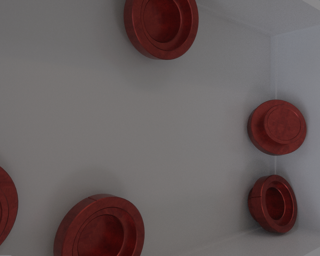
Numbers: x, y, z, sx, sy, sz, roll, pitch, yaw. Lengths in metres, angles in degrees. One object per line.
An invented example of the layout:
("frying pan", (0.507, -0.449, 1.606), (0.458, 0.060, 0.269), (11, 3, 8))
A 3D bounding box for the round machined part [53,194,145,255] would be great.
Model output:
("round machined part", (-0.068, 0.121, 0.338), (0.099, 0.042, 0.097), (0, 90, -40))

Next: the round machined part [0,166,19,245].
("round machined part", (-0.166, 0.070, 0.252), (0.099, 0.042, 0.097), (-1, 91, -44))

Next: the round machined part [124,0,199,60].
("round machined part", (-0.002, -0.135, 0.385), (0.099, 0.042, 0.097), (-9, 106, -34))

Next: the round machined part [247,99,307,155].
("round machined part", (0.205, -0.003, 0.534), (0.099, 0.042, 0.098), (1, 78, -3))

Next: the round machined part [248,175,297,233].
("round machined part", (0.194, 0.134, 0.548), (0.099, 0.042, 0.098), (12, 69, -32))
